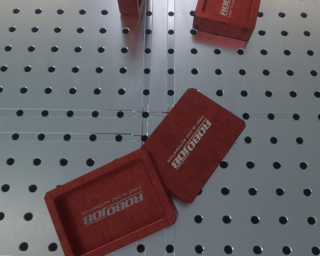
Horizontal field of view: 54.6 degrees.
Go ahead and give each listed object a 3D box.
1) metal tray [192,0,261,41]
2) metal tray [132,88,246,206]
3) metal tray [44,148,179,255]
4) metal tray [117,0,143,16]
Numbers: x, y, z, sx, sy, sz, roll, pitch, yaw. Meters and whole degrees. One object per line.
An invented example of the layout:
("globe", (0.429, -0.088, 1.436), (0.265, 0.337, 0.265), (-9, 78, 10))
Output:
("metal tray", (0.110, -0.207, 0.485), (0.090, 0.030, 0.130), (15, 71, 5))
("metal tray", (0.038, 0.022, 0.401), (0.090, 0.030, 0.130), (35, 74, 12))
("metal tray", (-0.055, 0.090, 0.356), (0.130, 0.030, 0.090), (-25, 78, 3))
("metal tray", (-0.040, -0.239, 0.443), (0.030, 0.130, 0.090), (11, 71, 4))
